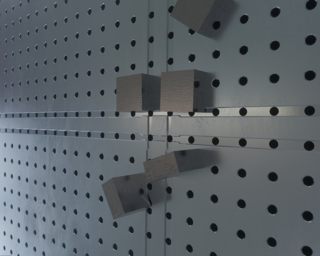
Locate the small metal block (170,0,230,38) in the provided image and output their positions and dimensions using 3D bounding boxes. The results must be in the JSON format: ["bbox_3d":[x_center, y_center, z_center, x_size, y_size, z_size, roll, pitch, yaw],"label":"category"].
[{"bbox_3d":[0.047,-0.145,0.371,0.050,0.025,0.050,44,116,31],"label":"small metal block"}]

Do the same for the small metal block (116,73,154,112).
[{"bbox_3d":[-0.035,-0.048,0.440,0.050,0.025,0.050,-1,90,40],"label":"small metal block"}]

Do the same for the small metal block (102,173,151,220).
[{"bbox_3d":[-0.047,0.094,0.433,0.025,0.050,0.050,-37,68,34],"label":"small metal block"}]

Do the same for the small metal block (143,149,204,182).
[{"bbox_3d":[0.016,0.046,0.381,0.050,0.050,0.025,-24,75,37],"label":"small metal block"}]

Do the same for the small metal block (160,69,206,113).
[{"bbox_3d":[0.028,-0.045,0.387,0.050,0.025,0.050,3,92,40],"label":"small metal block"}]
